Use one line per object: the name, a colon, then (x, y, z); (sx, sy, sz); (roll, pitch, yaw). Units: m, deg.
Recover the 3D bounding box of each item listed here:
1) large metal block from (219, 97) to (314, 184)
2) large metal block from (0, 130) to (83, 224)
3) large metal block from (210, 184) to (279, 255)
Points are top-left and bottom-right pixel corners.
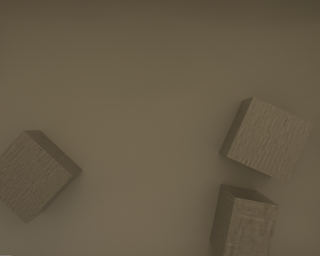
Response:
large metal block: (0.134, 0.014, 0.400); (0.080, 0.050, 0.080); (24, 90, 0)
large metal block: (-0.162, 0.059, 0.398); (0.080, 0.050, 0.080); (43, 90, 0)
large metal block: (0.100, 0.121, 0.385); (0.050, 0.080, 0.080); (11, 90, 0)
